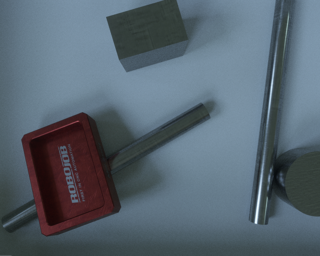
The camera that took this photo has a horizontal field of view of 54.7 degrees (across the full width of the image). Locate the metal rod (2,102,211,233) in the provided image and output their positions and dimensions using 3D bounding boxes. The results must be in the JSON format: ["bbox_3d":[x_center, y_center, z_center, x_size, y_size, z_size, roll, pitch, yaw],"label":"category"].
[{"bbox_3d":[-0.070,0.052,0.410,0.301,0.025,0.025,-30,90,-1],"label":"metal rod"}]

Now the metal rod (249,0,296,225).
[{"bbox_3d":[0.149,-0.023,0.413,0.025,0.025,0.298,7,90,-1],"label":"metal rod"}]

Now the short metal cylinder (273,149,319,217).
[{"bbox_3d":[0.192,0.068,0.402,0.081,0.050,0.079,0,90,-1],"label":"short metal cylinder"}]

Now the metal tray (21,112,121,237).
[{"bbox_3d":[-0.112,0.056,0.385,0.090,0.030,0.130,-21,72,2],"label":"metal tray"}]

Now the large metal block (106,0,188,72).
[{"bbox_3d":[-0.014,-0.111,0.384,0.080,0.080,0.050,-17,90,0],"label":"large metal block"}]
